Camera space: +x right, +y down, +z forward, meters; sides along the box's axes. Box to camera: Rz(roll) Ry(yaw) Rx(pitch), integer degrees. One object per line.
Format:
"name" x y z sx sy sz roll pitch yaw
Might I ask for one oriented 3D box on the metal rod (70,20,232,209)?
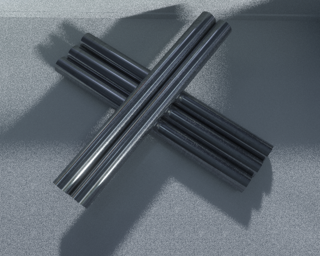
"metal rod" -0.001 -0.029 0.392 0.025 0.025 0.300 36 74 12

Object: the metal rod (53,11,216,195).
"metal rod" -0.022 -0.042 0.397 0.025 0.025 0.300 36 74 12

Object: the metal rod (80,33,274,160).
"metal rod" 0.015 -0.048 0.425 0.300 0.025 0.025 33 73 11

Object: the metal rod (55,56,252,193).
"metal rod" -0.017 -0.010 0.412 0.301 0.025 0.025 33 73 11

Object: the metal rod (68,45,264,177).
"metal rod" -0.001 -0.028 0.418 0.301 0.025 0.025 33 73 11
